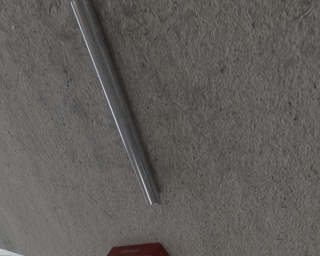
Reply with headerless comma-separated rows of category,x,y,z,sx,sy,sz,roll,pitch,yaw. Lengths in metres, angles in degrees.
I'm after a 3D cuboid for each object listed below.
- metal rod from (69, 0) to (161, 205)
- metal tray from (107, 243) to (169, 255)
metal rod,-0.053,-0.020,0.421,0.025,0.025,0.298,-3,117,30
metal tray,-0.032,0.265,0.584,0.130,0.030,0.090,-21,107,36
